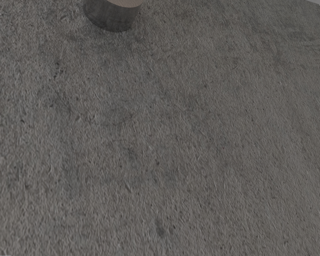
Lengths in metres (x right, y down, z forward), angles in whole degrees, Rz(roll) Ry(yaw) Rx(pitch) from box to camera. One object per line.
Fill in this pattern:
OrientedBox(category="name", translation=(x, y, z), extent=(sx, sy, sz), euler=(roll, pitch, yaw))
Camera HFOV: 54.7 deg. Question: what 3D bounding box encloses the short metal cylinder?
OrientedBox(category="short metal cylinder", translation=(-0.070, -0.192, 0.467), extent=(0.081, 0.050, 0.080), euler=(14, 56, -21))
